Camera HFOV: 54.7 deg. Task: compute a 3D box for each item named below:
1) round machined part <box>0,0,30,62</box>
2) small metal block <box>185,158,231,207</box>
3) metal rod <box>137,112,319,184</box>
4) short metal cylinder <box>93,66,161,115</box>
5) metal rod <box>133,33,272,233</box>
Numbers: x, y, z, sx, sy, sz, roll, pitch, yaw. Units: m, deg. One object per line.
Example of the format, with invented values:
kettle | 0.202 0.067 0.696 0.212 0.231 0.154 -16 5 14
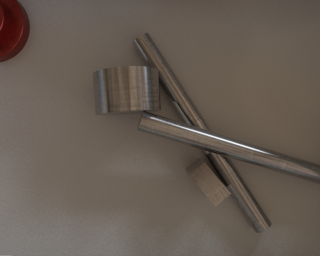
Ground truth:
round machined part | -0.226 -0.137 0.400 0.099 0.042 0.097 0 90 -1
small metal block | 0.060 0.068 0.400 0.025 0.050 0.050 -40 91 0
metal rod | 0.119 0.034 0.394 0.302 0.025 0.025 17 90 -8
short metal cylinder | -0.041 -0.044 0.383 0.081 0.080 0.050 -4 90 -1
metal rod | 0.056 0.007 0.412 0.025 0.025 0.299 -33 90 0
